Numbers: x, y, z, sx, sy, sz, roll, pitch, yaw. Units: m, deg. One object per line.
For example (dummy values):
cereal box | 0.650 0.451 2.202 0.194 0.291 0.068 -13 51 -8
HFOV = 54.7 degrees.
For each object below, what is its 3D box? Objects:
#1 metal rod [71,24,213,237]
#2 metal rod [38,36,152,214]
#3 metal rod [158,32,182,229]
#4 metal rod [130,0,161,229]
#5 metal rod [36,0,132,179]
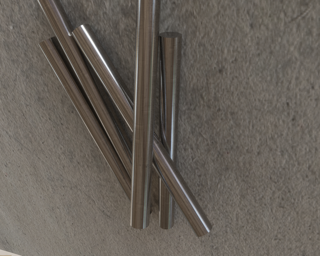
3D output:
metal rod | -0.020 0.006 0.392 0.025 0.025 0.299 -28 95 37
metal rod | -0.087 0.011 0.457 0.025 0.025 0.299 -14 111 33
metal rod | 0.011 0.025 0.415 0.025 0.025 0.298 13 124 20
metal rod | -0.018 -0.019 0.355 0.025 0.025 0.298 10 108 22
metal rod | -0.086 -0.045 0.422 0.025 0.025 0.299 -12 113 33
